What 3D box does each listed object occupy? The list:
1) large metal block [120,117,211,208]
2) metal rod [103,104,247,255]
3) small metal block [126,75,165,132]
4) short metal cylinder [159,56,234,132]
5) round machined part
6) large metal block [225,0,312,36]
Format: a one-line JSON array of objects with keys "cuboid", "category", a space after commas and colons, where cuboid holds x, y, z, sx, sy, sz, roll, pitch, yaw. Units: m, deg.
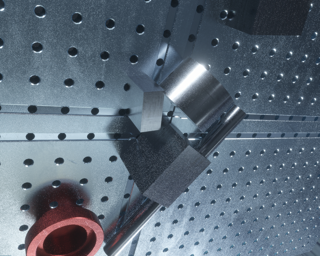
[{"cuboid": [0.005, 0.041, 0.404, 0.080, 0.080, 0.050, -47, 129, 5], "category": "large metal block"}, {"cuboid": [0.020, 0.084, 0.473, 0.299, 0.025, 0.025, -48, 129, 6], "category": "metal rod"}, {"cuboid": [-0.019, -0.030, 0.366, 0.025, 0.050, 0.050, -8, 122, -24], "category": "small metal block"}, {"cuboid": [0.042, -0.040, 0.374, 0.050, 0.080, 0.080, -45, 129, 3], "category": "short metal cylinder"}, {"cuboid": [-0.129, 0.144, 0.419, 0.099, 0.042, 0.097, -14, 124, -21], "category": "round machined part"}, {"cuboid": [0.134, -0.157, 0.371, 0.081, 0.050, 0.079, -7, 122, -25], "category": "large metal block"}]
